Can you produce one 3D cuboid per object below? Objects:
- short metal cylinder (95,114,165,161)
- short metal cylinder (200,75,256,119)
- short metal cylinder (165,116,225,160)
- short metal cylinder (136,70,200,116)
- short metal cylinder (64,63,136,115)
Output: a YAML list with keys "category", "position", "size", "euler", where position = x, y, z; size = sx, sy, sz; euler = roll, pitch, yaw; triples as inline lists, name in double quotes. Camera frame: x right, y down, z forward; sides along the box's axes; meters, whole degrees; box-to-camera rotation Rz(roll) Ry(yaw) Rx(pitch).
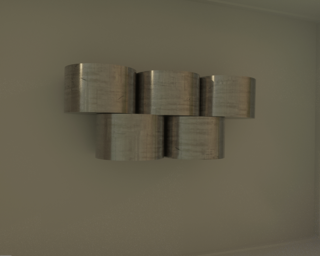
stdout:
- category: "short metal cylinder"
  position: [-0.035, 0.010, 0.366]
  size: [0.081, 0.080, 0.050]
  euler: [1, 90, -20]
- category: "short metal cylinder"
  position: [0.085, -0.038, 0.410]
  size: [0.081, 0.080, 0.050]
  euler: [2, 90, -20]
- category: "short metal cylinder"
  position: [0.042, 0.011, 0.395]
  size: [0.081, 0.080, 0.050]
  euler: [1, 90, -20]
- category: "short metal cylinder"
  position: [0.009, -0.039, 0.382]
  size: [0.081, 0.080, 0.050]
  euler: [1, 90, -20]
- category: "short metal cylinder"
  position: [-0.068, -0.041, 0.354]
  size: [0.081, 0.080, 0.050]
  euler: [1, 90, -20]
